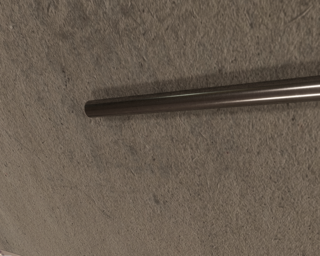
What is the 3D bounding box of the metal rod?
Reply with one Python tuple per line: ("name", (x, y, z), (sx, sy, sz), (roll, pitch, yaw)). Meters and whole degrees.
("metal rod", (0.033, -0.033, 0.367), (0.300, 0.025, 0.025), (-3, 117, 29))
